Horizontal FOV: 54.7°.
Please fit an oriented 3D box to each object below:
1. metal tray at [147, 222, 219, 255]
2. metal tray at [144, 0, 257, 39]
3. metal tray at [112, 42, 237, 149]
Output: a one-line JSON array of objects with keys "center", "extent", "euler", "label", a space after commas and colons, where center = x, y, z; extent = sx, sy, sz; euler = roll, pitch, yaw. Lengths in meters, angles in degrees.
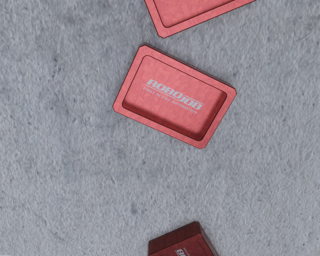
[{"center": [0.049, 0.219, 0.488], "extent": [0.090, 0.030, 0.130], "euler": [-27, 108, 9], "label": "metal tray"}, {"center": [0.044, -0.167, 0.346], "extent": [0.130, 0.030, 0.090], "euler": [-21, 109, 7], "label": "metal tray"}, {"center": [0.017, -0.039, 0.392], "extent": [0.131, 0.030, 0.089], "euler": [24, 108, -9], "label": "metal tray"}]
